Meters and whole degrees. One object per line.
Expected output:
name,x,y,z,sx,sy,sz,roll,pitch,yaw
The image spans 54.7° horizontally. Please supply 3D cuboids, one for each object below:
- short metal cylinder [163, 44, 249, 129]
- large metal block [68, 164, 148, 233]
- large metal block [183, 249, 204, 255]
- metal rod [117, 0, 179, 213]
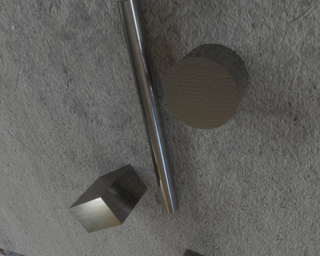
short metal cylinder,0.050,-0.045,0.336,0.080,0.050,0.079,13,124,21
large metal block,-0.079,0.109,0.480,0.080,0.080,0.050,-26,104,37
large metal block,0.070,0.260,0.515,0.080,0.050,0.079,15,125,20
metal rod,-0.009,-0.010,0.405,0.025,0.025,0.298,3,120,26
